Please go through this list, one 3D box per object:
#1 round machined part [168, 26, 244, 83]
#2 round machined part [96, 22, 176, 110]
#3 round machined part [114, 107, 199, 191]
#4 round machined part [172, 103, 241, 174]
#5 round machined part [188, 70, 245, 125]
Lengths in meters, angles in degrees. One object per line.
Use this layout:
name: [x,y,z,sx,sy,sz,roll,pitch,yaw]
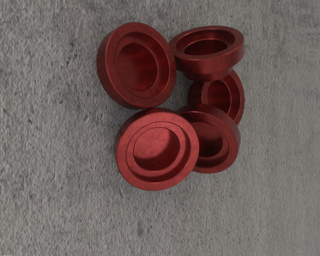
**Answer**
round machined part: [0.062,-0.096,0.413,0.098,0.098,0.042,-43,137,-32]
round machined part: [-0.031,-0.069,0.365,0.099,0.042,0.097,4,84,-39]
round machined part: [-0.006,0.022,0.371,0.099,0.042,0.097,-5,110,-15]
round machined part: [0.057,0.010,0.409,0.098,0.098,0.042,62,35,-22]
round machined part: [0.079,-0.042,0.459,0.099,0.042,0.097,0,90,-41]
